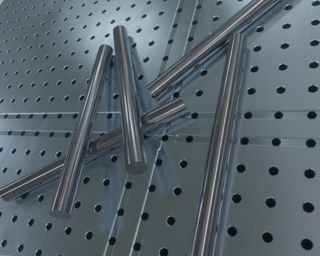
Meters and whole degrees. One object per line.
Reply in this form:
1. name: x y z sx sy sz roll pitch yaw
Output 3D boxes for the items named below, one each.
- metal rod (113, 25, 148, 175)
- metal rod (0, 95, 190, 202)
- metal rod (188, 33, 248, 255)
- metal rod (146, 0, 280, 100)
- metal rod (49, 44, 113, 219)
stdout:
1. metal rod: -0.048 -0.063 0.447 0.025 0.025 0.300 -24 46 13
2. metal rod: -0.099 0.034 0.437 0.301 0.025 0.025 -26 53 11
3. metal rod: 0.072 0.011 0.362 0.025 0.025 0.300 1 62 28
4. metal rod: 0.104 -0.144 0.440 0.300 0.025 0.025 -39 51 1
5. metal rod: -0.104 -0.018 0.446 0.025 0.025 0.300 -13 48 21
